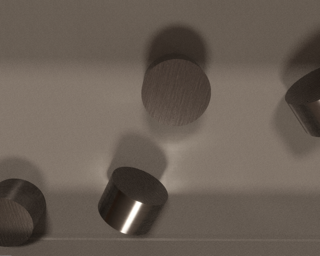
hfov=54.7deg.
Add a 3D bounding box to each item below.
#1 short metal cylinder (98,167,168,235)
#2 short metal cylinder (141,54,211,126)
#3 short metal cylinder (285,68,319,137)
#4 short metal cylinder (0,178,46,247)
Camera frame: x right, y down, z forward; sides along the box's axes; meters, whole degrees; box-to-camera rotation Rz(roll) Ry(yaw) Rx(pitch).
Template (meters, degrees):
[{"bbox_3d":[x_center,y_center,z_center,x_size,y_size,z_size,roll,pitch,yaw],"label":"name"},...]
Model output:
[{"bbox_3d":[-0.036,0.096,0.417,0.080,0.080,0.050,24,108,-9],"label":"short metal cylinder"},{"bbox_3d":[0.019,-0.048,0.381,0.081,0.050,0.079,0,110,-1],"label":"short metal cylinder"},{"bbox_3d":[0.201,-0.034,0.372,0.080,0.080,0.050,-35,107,12],"label":"short metal cylinder"},{"bbox_3d":[-0.211,0.119,0.439,0.081,0.050,0.079,0,110,-1],"label":"short metal cylinder"}]
